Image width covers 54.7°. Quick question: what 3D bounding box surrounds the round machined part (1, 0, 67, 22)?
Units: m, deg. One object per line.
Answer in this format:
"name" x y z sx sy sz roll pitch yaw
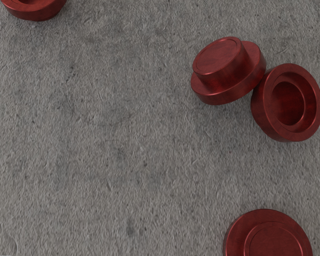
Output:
"round machined part" -0.188 -0.203 0.472 0.099 0.042 0.098 0 70 0

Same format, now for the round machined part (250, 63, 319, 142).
"round machined part" 0.157 -0.030 0.398 0.099 0.042 0.097 3 83 -23

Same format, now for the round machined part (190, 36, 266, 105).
"round machined part" 0.082 -0.080 0.400 0.098 0.042 0.098 -26 38 22

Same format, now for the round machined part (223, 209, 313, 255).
"round machined part" 0.124 0.141 0.348 0.099 0.042 0.098 0 70 0
